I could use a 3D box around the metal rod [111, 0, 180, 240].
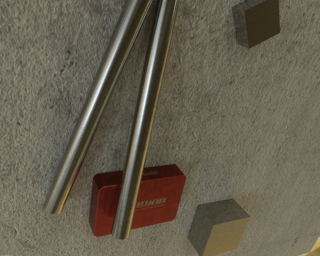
[{"bbox_3d":[-0.022,0.002,0.372,0.025,0.025,0.298,2,110,-30],"label":"metal rod"}]

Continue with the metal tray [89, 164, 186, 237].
[{"bbox_3d":[-0.032,0.104,0.452,0.131,0.030,0.089,-3,120,-27],"label":"metal tray"}]

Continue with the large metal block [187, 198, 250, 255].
[{"bbox_3d":[0.105,0.181,0.563,0.081,0.050,0.079,-2,120,-28],"label":"large metal block"}]

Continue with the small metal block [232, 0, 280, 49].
[{"bbox_3d":[0.122,-0.136,0.391,0.050,0.025,0.050,-29,129,-11],"label":"small metal block"}]

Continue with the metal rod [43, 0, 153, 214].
[{"bbox_3d":[-0.073,-0.026,0.351,0.025,0.025,0.298,14,111,-35],"label":"metal rod"}]
